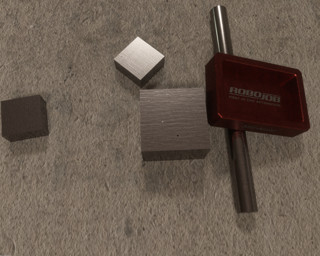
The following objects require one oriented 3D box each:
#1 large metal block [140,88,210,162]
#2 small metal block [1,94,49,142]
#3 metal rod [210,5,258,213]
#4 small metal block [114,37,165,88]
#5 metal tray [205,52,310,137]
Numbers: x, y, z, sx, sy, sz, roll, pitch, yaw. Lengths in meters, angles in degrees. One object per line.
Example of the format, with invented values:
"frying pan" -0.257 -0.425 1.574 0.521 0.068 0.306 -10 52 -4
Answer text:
"large metal block" 0.017 -0.003 0.396 0.081 0.050 0.080 -2 70 -1
"small metal block" -0.179 -0.013 0.411 0.050 0.025 0.050 -11 70 -4
"metal rod" 0.097 -0.039 0.423 0.025 0.025 0.299 -3 70 -1
"small metal block" -0.029 -0.094 0.442 0.050 0.025 0.050 39 74 12
"metal tray" 0.125 -0.041 0.401 0.131 0.030 0.090 8 68 -16
